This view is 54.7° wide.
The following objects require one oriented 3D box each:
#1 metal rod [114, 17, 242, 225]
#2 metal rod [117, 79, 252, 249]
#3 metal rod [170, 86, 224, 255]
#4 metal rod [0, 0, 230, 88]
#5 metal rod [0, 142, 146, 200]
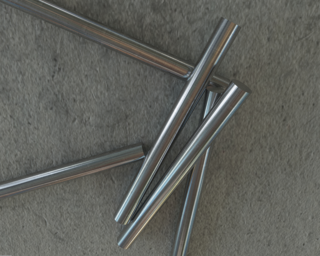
[{"bbox_3d":[0.011,0.007,0.390,0.025,0.025,0.298,25,112,-9],"label":"metal rod"},{"bbox_3d":[0.016,0.065,0.402,0.025,0.025,0.298,27,120,-10],"label":"metal rod"},{"bbox_3d":[0.046,0.088,0.429,0.025,0.025,0.298,7,115,-3],"label":"metal rod"},{"bbox_3d":[-0.056,-0.106,0.370,0.302,0.025,0.025,22,109,-9],"label":"metal rod"},{"bbox_3d":[-0.165,0.072,0.433,0.301,0.025,0.025,-16,110,5],"label":"metal rod"}]
